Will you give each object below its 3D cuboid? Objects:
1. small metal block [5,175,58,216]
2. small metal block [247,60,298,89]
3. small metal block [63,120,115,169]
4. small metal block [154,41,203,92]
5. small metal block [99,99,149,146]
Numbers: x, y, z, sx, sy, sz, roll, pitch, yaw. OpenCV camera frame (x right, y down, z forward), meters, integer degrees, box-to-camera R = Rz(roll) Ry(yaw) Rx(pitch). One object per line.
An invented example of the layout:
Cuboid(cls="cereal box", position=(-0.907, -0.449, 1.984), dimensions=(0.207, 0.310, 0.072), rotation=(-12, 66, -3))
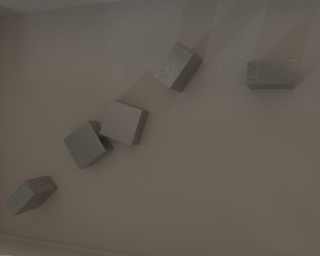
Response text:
Cuboid(cls="small metal block", position=(-0.191, 0.100, 0.463), dimensions=(0.050, 0.050, 0.025), rotation=(-44, 77, 14))
Cuboid(cls="small metal block", position=(0.127, -0.059, 0.352), dimensions=(0.050, 0.050, 0.025), rotation=(2, 91, 19))
Cuboid(cls="small metal block", position=(-0.103, 0.024, 0.445), dimensions=(0.050, 0.025, 0.050), rotation=(-35, 79, 16))
Cuboid(cls="small metal block", position=(0.025, -0.074, 0.388), dimensions=(0.025, 0.050, 0.050), rotation=(38, 102, 15))
Cuboid(cls="small metal block", position=(-0.049, -0.008, 0.427), dimensions=(0.050, 0.025, 0.050), rotation=(20, 96, 18))
